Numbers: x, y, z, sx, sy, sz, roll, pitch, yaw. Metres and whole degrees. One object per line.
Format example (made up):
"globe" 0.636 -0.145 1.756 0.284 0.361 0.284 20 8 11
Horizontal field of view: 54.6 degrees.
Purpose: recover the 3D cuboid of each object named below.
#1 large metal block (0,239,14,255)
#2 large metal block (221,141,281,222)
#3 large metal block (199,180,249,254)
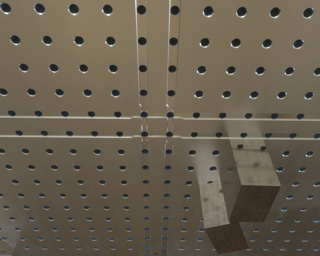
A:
"large metal block" -0.351 0.247 0.602 0.080 0.050 0.080 -14 129 12
"large metal block" 0.124 0.076 0.441 0.050 0.080 0.080 2 130 -2
"large metal block" 0.102 0.141 0.496 0.050 0.080 0.080 -16 129 14
